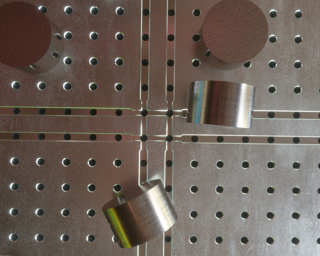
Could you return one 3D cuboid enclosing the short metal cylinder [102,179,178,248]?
[{"bbox_3d":[-0.025,0.104,0.386,0.080,0.080,0.050,-25,90,0],"label":"short metal cylinder"}]

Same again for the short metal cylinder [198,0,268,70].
[{"bbox_3d":[0.092,-0.119,0.401,0.081,0.050,0.079,0,90,0],"label":"short metal cylinder"}]

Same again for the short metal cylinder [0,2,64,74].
[{"bbox_3d":[-0.172,-0.113,0.399,0.081,0.050,0.079,0,90,0],"label":"short metal cylinder"}]

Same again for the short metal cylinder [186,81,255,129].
[{"bbox_3d":[0.075,-0.027,0.386,0.080,0.080,0.050,6,90,0],"label":"short metal cylinder"}]
